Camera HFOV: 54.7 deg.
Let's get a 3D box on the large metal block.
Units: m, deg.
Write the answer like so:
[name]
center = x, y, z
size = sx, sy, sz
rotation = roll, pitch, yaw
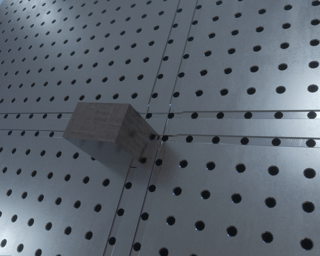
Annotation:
[large metal block]
center = -0.060, 0.010, 0.397
size = 0.080, 0.080, 0.050
rotation = 4, 64, 29
